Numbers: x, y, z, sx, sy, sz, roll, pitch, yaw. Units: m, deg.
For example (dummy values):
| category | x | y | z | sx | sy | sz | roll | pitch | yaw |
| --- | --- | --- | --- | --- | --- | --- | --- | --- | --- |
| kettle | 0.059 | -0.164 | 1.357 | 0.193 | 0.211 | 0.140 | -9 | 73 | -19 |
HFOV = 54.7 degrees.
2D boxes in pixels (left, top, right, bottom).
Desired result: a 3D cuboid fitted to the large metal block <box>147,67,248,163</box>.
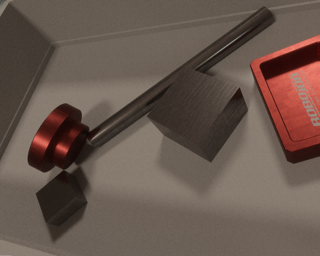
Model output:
| category | x | y | z | sx | sy | sz | roll | pitch | yaw |
| --- | --- | --- | --- | --- | --- | --- | --- | --- | --- |
| large metal block | 0.046 | -0.018 | 0.376 | 0.080 | 0.050 | 0.080 | 30 | 78 | 37 |

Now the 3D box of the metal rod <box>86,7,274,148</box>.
| category | x | y | z | sx | sy | sz | roll | pitch | yaw |
| --- | --- | --- | --- | --- | --- | --- | --- | --- | --- |
| metal rod | 0.025 | -0.068 | 0.433 | 0.300 | 0.025 | 0.025 | -35 | 52 | 4 |

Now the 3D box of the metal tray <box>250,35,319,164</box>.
| category | x | y | z | sx | sy | sz | roll | pitch | yaw |
| --- | --- | --- | --- | --- | --- | --- | --- | --- | --- |
| metal tray | 0.162 | -0.035 | 0.338 | 0.090 | 0.030 | 0.130 | -20 | 54 | 16 |

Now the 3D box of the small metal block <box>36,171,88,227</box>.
| category | x | y | z | sx | sy | sz | roll | pitch | yaw |
| --- | --- | --- | --- | --- | --- | --- | --- | --- | --- |
| small metal block | -0.132 | 0.094 | 0.416 | 0.050 | 0.025 | 0.050 | -40 | 51 | 0 |

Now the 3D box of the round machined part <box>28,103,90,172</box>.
| category | x | y | z | sx | sy | sz | roll | pitch | yaw |
| --- | --- | --- | --- | --- | --- | --- | --- | --- | --- |
| round machined part | -0.133 | 0.018 | 0.427 | 0.042 | 0.098 | 0.098 | 28 | 74 | 1 |
